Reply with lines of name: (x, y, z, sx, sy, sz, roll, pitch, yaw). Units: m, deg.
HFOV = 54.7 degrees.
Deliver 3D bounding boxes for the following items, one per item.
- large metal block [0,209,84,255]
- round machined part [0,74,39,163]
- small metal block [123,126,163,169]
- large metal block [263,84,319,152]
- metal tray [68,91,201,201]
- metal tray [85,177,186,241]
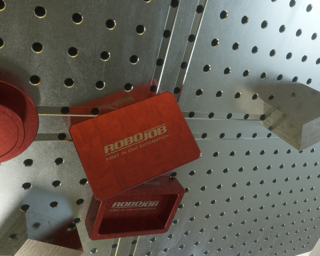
large metal block: (-0.163, 0.164, 0.408, 0.080, 0.050, 0.080, 35, 99, -39)
round machined part: (-0.171, -0.003, 0.305, 0.099, 0.042, 0.097, -14, 124, -21)
small metal block: (-0.025, 0.031, 0.400, 0.025, 0.050, 0.050, 23, 106, -37)
large metal block: (0.222, -0.019, 0.485, 0.081, 0.080, 0.050, -23, 127, -15)
metal tray: (-0.029, 0.020, 0.367, 0.131, 0.090, 0.030, -21, 169, -16)
metal tray: (-0.035, 0.118, 0.461, 0.131, 0.030, 0.089, 6, 115, -31)
